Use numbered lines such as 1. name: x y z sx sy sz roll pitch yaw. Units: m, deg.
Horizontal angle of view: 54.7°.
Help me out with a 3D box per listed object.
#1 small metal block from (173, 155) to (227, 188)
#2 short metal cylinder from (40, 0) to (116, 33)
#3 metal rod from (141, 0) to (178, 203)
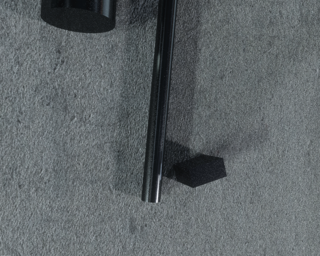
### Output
1. small metal block: 0.053 0.057 0.417 0.050 0.050 0.025 -15 95 -20
2. short metal cylinder: -0.089 -0.144 0.347 0.081 0.080 0.050 3 89 -20
3. metal rod: 0.001 -0.054 0.410 0.025 0.025 0.298 6 88 -20
